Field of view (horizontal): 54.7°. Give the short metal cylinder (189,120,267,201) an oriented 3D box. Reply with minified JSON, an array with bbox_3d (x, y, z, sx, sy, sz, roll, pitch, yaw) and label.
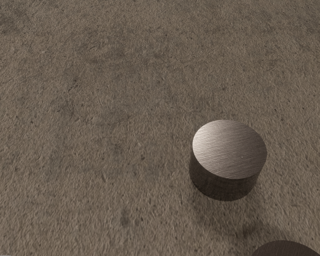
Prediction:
[{"bbox_3d":[0.076,0.037,0.357,0.081,0.050,0.080,0,50,0],"label":"short metal cylinder"}]

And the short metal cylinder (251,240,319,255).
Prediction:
[{"bbox_3d":[0.108,0.145,0.266,0.081,0.050,0.080,0,50,0],"label":"short metal cylinder"}]
